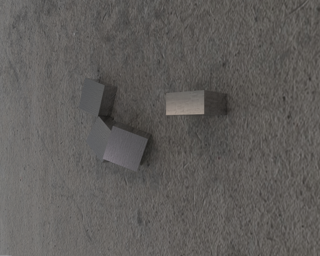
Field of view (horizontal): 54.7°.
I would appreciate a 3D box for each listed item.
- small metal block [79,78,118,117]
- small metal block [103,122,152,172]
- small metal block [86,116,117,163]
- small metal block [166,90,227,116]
[{"bbox_3d":[-0.098,-0.048,0.486,0.050,0.025,0.050,24,105,37],"label":"small metal block"},{"bbox_3d":[-0.045,0.025,0.427,0.050,0.025,0.050,21,106,4],"label":"small metal block"},{"bbox_3d":[-0.081,0.017,0.472,0.050,0.025,0.050,46,117,30],"label":"small metal block"},{"bbox_3d":[0.042,-0.027,0.354,0.050,0.050,0.025,0,91,40],"label":"small metal block"}]
